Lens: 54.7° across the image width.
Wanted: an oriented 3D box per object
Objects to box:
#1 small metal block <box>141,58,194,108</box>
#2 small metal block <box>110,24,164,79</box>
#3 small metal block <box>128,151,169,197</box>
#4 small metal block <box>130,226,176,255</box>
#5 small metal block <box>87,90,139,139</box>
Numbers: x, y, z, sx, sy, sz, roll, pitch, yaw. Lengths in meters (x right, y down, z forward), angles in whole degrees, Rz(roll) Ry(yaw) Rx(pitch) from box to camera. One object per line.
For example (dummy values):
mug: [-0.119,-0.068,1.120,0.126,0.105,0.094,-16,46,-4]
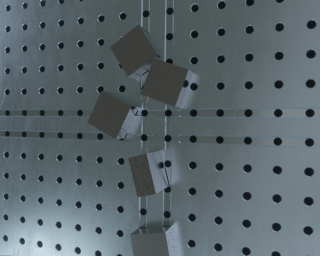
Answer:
small metal block: [0.010,-0.059,0.409,0.050,0.025,0.050,22,97,18]
small metal block: [-0.032,-0.103,0.423,0.050,0.025,0.050,-34,80,16]
small metal block: [-0.014,0.058,0.403,0.025,0.050,0.050,-15,85,19]
small metal block: [-0.008,0.162,0.415,0.050,0.025,0.050,-10,87,19]
small metal block: [-0.066,-0.018,0.435,0.050,0.025,0.050,29,99,17]
